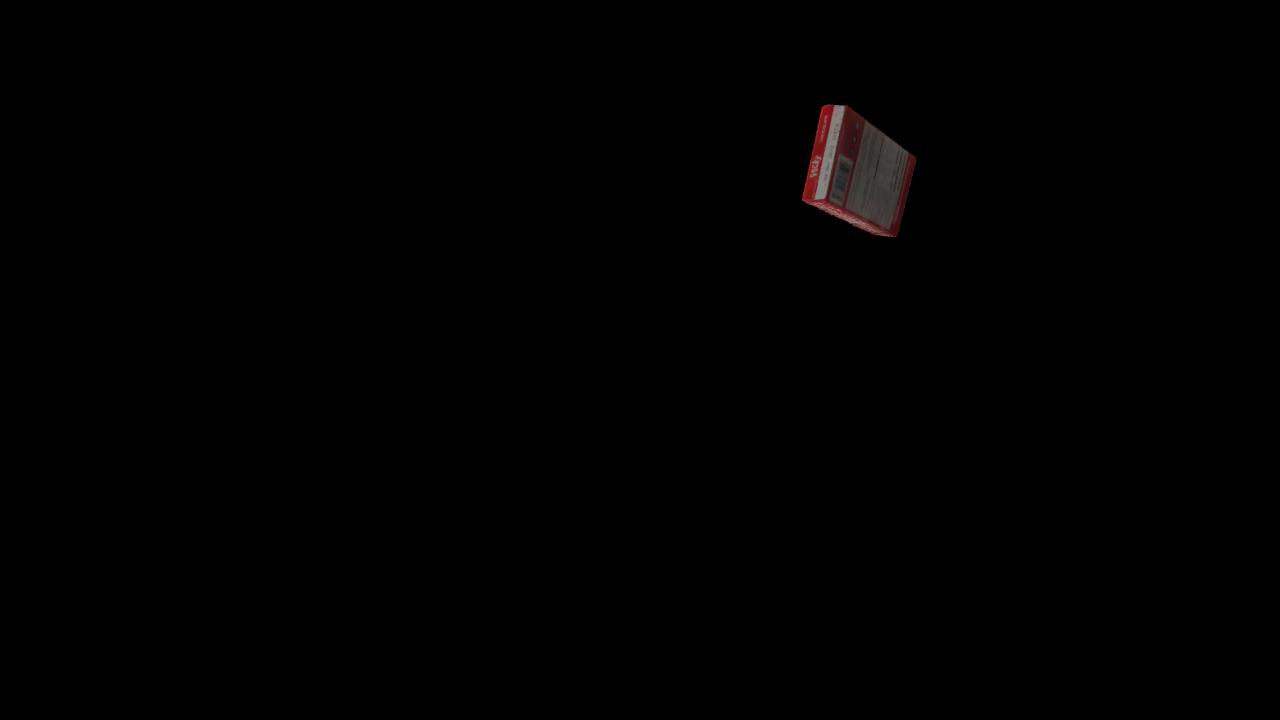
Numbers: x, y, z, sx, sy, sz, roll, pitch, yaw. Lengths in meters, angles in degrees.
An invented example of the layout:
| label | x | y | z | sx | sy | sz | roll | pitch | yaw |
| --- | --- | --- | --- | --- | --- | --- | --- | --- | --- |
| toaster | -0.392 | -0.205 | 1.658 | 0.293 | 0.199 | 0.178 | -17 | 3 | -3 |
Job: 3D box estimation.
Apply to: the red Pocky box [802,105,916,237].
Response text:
| label | x | y | z | sx | sy | sz | roll | pitch | yaw |
| --- | --- | --- | --- | --- | --- | --- | --- | --- | --- |
| red Pocky box | 0.208 | -0.170 | 0.574 | 0.155 | 0.083 | 0.028 | 5 | 8 | -46 |
